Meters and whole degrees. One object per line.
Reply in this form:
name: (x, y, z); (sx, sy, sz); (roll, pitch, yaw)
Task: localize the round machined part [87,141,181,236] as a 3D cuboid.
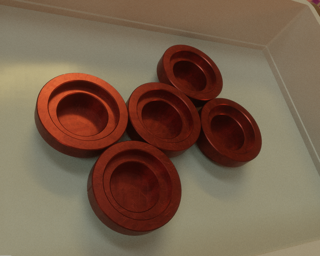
round machined part: (-0.030, 0.066, 0.334); (0.099, 0.042, 0.098); (14, 56, -21)

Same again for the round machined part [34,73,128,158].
round machined part: (-0.089, -0.011, 0.350); (0.099, 0.042, 0.098); (14, 56, -21)

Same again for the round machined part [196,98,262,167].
round machined part: (0.089, 0.010, 0.433); (0.099, 0.042, 0.098); (14, 56, -21)

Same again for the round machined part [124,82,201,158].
round machined part: (-0.001, -0.006, 0.394); (0.099, 0.042, 0.098); (14, 56, -21)

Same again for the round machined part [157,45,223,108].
round machined part: (0.040, -0.071, 0.456); (0.099, 0.042, 0.098); (14, 56, -21)
